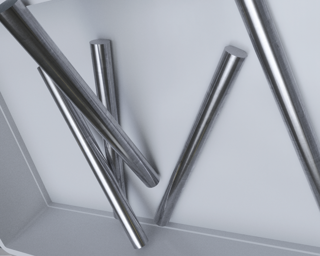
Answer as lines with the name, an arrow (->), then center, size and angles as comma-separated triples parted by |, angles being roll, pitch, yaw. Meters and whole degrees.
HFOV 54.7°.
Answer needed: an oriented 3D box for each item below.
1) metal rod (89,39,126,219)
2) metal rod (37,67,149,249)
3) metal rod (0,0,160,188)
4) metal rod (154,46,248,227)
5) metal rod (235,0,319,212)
metal rod -> -0.071, 0.021, 0.457 | 0.025, 0.025, 0.298 | 12, 124, 21
metal rod -> -0.095, 0.044, 0.455 | 0.025, 0.025, 0.299 | -22, 98, 36
metal rod -> -0.069, -0.011, 0.359 | 0.025, 0.025, 0.299 | -1, 143, 28
metal rod -> 0.040, 0.034, 0.407 | 0.025, 0.025, 0.298 | 27, 128, 11
metal rod -> 0.149, 0.001, 0.330 | 0.025, 0.025, 0.299 | -17, 110, 34
